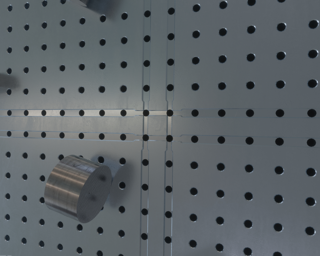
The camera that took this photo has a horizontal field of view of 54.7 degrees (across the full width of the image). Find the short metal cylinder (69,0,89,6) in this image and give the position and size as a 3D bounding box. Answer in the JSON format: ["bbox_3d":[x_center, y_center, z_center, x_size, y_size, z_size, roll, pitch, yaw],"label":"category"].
[{"bbox_3d":[-0.131,-0.211,0.429,0.080,0.080,0.050,27,99,18],"label":"short metal cylinder"}]

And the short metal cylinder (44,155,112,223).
[{"bbox_3d":[-0.109,0.082,0.422,0.050,0.080,0.080,16,95,19],"label":"short metal cylinder"}]
